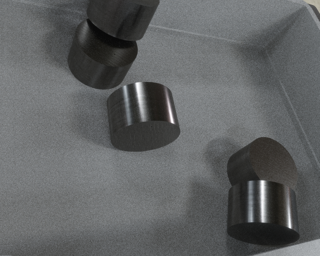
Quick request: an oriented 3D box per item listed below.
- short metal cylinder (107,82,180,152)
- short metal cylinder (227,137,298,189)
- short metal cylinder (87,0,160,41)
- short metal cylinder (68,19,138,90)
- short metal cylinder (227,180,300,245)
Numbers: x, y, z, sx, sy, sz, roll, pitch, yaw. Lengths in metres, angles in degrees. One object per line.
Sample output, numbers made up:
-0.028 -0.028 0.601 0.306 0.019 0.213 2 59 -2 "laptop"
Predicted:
-0.020 -0.011 0.367 0.081 0.080 0.050 4 60 -27 "short metal cylinder"
0.142 0.059 0.432 0.081 0.050 0.080 14 56 -21 "short metal cylinder"
-0.048 -0.158 0.399 0.081 0.050 0.080 19 40 -17 "short metal cylinder"
-0.076 -0.098 0.409 0.081 0.050 0.080 14 56 -21 "short metal cylinder"
0.123 0.104 0.375 0.080 0.080 0.050 22 54 -15 "short metal cylinder"
